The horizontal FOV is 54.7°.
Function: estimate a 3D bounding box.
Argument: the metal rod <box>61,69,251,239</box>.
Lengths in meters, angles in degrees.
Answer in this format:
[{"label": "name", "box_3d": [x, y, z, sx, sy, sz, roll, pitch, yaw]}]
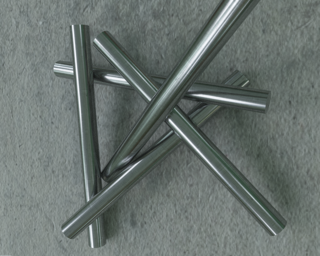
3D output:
[{"label": "metal rod", "box_3d": [-0.010, 0.038, 0.392, 0.300, 0.025, 0.025, -42, 77, 7]}]

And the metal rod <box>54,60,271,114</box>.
[{"label": "metal rod", "box_3d": [-0.017, -0.057, 0.394, 0.301, 0.025, 0.025, 13, 94, 26]}]

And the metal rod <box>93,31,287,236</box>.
[{"label": "metal rod", "box_3d": [0.031, 0.002, 0.359, 0.025, 0.025, 0.300, -44, 85, 14]}]

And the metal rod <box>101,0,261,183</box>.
[{"label": "metal rod", "box_3d": [-0.002, -0.020, 0.335, 0.025, 0.025, 0.298, 50, 134, 12]}]

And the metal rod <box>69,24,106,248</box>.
[{"label": "metal rod", "box_3d": [-0.096, 0.016, 0.419, 0.025, 0.025, 0.298, 0, 98, 19]}]
